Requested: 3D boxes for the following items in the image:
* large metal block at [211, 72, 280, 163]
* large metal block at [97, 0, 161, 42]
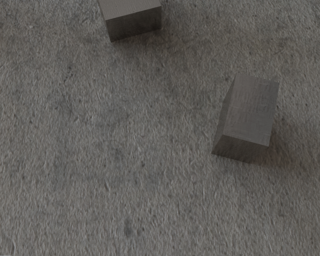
[{"bbox_3d":[0.103,-0.009,0.384,0.050,0.080,0.080,15,71,5],"label":"large metal block"},{"bbox_3d":[-0.049,-0.185,0.462,0.081,0.050,0.080,-17,71,-7],"label":"large metal block"}]
